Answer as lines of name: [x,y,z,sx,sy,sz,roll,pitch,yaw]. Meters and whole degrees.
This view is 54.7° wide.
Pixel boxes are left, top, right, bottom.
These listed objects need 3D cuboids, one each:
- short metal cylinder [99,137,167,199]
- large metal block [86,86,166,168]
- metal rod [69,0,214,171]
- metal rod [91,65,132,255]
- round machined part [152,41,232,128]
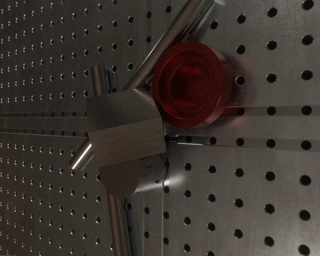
short metal cylinder: [-0.038,0.052,0.422,0.080,0.050,0.079,0,90,40]
large metal block: [-0.044,-0.005,0.378,0.080,0.081,0.050,-113,13,-55]
metal rod: [-0.036,-0.051,0.416,0.299,0.025,0.025,-50,61,21]
metal rod: [-0.074,0.052,0.467,0.025,0.025,0.298,-14,81,39]
round machined part: [0.040,-0.049,0.364,0.098,0.042,0.097,0,90,39]
